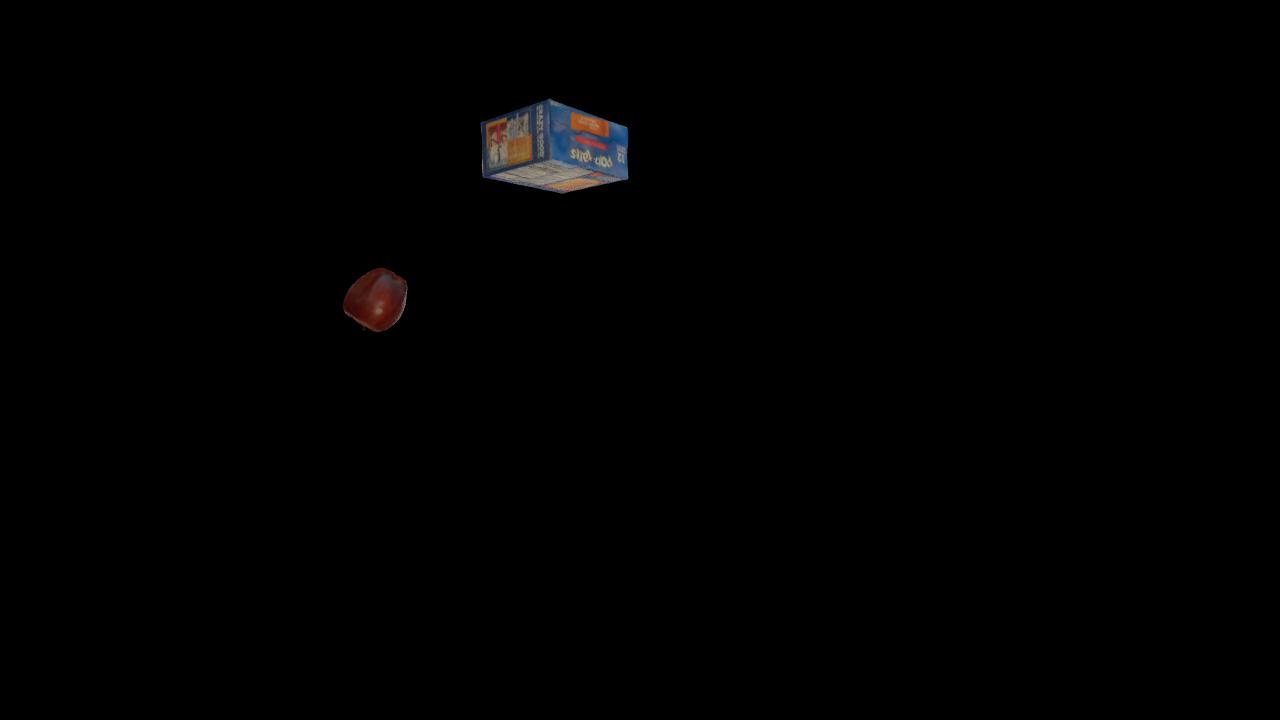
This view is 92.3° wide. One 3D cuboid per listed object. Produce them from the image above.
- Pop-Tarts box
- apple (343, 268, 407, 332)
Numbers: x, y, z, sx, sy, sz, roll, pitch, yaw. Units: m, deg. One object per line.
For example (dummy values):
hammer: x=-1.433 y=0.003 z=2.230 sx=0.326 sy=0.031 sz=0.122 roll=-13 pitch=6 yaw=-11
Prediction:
Pop-Tarts box: x=-0.122 y=-0.305 z=0.900 sx=0.141 sy=0.083 sz=0.167 roll=1 pitch=5 yaw=37
apple: x=-0.374 y=-0.084 z=0.879 sx=0.079 sy=0.093 sz=0.079 roll=31 pitch=-3 yaw=2
